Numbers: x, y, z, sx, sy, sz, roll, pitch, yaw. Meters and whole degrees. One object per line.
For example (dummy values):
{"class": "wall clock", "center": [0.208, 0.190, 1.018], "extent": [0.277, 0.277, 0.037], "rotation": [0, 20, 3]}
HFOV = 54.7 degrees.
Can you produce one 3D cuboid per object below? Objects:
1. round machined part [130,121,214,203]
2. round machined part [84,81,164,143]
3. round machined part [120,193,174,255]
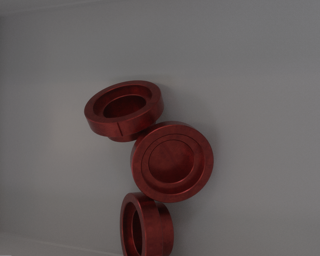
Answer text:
{"class": "round machined part", "center": [0.012, 0.038, 0.381], "extent": [0.099, 0.042, 0.097], "rotation": [-3, 104, -10]}
{"class": "round machined part", "center": [-0.043, -0.018, 0.397], "extent": [0.098, 0.098, 0.042], "rotation": [0, 128, 20]}
{"class": "round machined part", "center": [-0.016, 0.129, 0.388], "extent": [0.042, 0.098, 0.097], "rotation": [1, 91, -24]}
